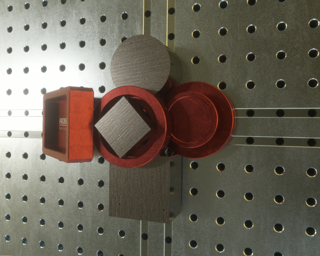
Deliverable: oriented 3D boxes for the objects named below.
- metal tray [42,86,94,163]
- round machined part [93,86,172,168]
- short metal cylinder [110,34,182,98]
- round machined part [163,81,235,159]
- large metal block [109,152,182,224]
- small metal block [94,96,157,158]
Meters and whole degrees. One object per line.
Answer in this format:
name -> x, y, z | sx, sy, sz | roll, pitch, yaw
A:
metal tray -> -0.127, -0.005, 0.416 | 0.130, 0.030, 0.089 | 2, 91, 57
round machined part -> -0.032, -0.001, 0.384 | 0.098, 0.042, 0.097 | 0, 90, 20
short metal cylinder -> -0.017, -0.075, 0.405 | 0.080, 0.050, 0.080 | 0, 90, 20
round machined part -> 0.042, -0.010, 0.387 | 0.098, 0.042, 0.097 | 0, 90, 20
large metal block -> -0.018, 0.073, 0.402 | 0.080, 0.050, 0.080 | 1, 90, 20
small metal block -> -0.039, -0.001, 0.360 | 0.050, 0.025, 0.050 | -43, 77, 15
